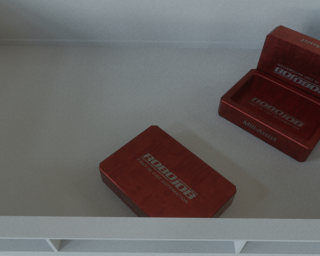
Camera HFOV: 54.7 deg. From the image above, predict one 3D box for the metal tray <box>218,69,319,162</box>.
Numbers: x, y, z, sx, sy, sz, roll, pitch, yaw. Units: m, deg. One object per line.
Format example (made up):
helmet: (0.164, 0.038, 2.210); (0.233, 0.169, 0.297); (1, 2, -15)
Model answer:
metal tray: (0.158, -0.023, 0.422); (0.130, 0.030, 0.090); (34, 57, 25)

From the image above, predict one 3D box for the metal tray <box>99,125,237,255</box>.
metal tray: (0.007, 0.062, 0.349); (0.091, 0.030, 0.130); (-37, 60, -27)

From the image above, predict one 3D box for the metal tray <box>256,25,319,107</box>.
metal tray: (0.202, -0.074, 0.427); (0.130, 0.089, 0.030); (34, 57, 24)
